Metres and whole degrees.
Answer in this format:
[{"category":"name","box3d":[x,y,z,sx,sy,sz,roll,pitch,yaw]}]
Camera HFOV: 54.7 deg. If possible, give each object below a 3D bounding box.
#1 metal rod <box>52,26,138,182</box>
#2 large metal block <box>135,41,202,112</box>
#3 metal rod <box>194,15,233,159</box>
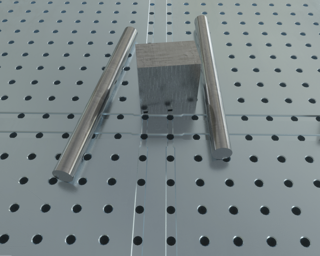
[{"category":"metal rod","box3d":[-0.082,-0.056,0.454,0.025,0.025,0.300,9,51,7]},{"category":"large metal block","box3d":[0.010,-0.071,0.431,0.081,0.080,0.050,-5,50,-4]},{"category":"metal rod","box3d":[0.076,-0.083,0.477,0.025,0.025,0.300,0,50,0]}]
